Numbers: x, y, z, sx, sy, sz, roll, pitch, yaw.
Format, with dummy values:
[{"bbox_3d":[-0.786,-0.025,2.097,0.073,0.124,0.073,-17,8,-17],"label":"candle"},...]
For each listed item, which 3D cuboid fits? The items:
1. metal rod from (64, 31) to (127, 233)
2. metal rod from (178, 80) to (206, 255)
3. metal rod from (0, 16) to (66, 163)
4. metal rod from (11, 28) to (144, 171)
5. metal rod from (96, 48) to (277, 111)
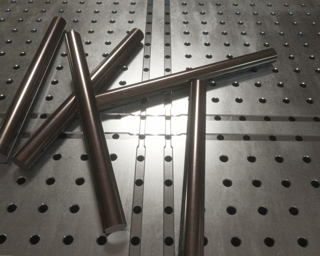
[{"bbox_3d":[-0.090,-0.017,0.396,0.025,0.025,0.299,-13,59,-11],"label":"metal rod"},{"bbox_3d":[0.041,0.052,0.364,0.025,0.025,0.300,5,50,4],"label":"metal rod"},{"bbox_3d":[-0.191,-0.079,0.471,0.025,0.025,0.300,2,50,1],"label":"metal rod"},{"bbox_3d":[-0.103,-0.061,0.457,0.025,0.025,0.301,20,53,16],"label":"metal rod"},{"bbox_3d":[0.045,-0.077,0.472,0.302,0.025,0.025,-17,52,-14],"label":"metal rod"}]
